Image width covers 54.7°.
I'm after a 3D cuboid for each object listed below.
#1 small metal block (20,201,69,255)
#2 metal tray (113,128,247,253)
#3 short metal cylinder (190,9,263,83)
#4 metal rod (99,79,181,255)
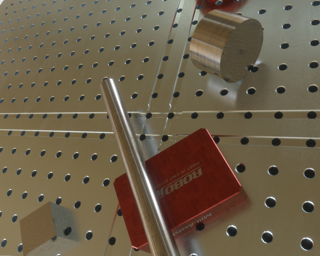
[{"bbox_3d":[-0.152,0.133,0.404,0.050,0.025,0.050,-33,52,6],"label":"small metal block"},{"bbox_3d":[0.018,0.069,0.352,0.130,0.030,0.090,-31,52,7],"label":"metal tray"},{"bbox_3d":[0.084,-0.103,0.391,0.080,0.080,0.050,-49,52,-6],"label":"short metal cylinder"},{"bbox_3d":[-0.026,0.048,0.352,0.025,0.025,0.300,-30,52,8],"label":"metal rod"}]
